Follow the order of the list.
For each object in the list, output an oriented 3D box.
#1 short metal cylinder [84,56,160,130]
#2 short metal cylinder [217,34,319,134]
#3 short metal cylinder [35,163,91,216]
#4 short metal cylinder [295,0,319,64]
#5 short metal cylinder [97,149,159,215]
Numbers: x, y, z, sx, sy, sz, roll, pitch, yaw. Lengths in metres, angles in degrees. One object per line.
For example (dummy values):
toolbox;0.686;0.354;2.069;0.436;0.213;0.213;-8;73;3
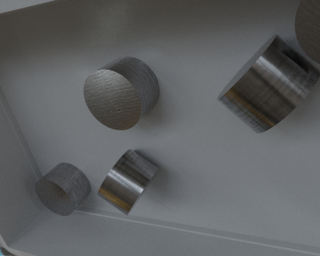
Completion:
short metal cylinder;-0.048;-0.044;0.390;0.080;0.050;0.079;13;124;21
short metal cylinder;0.100;-0.041;0.295;0.050;0.080;0.080;41;129;0
short metal cylinder;-0.172;0.109;0.550;0.080;0.050;0.079;13;124;21
short metal cylinder;0.156;-0.094;0.252;0.080;0.050;0.079;13;124;21
short metal cylinder;-0.044;0.077;0.444;0.050;0.080;0.079;34;129;6
